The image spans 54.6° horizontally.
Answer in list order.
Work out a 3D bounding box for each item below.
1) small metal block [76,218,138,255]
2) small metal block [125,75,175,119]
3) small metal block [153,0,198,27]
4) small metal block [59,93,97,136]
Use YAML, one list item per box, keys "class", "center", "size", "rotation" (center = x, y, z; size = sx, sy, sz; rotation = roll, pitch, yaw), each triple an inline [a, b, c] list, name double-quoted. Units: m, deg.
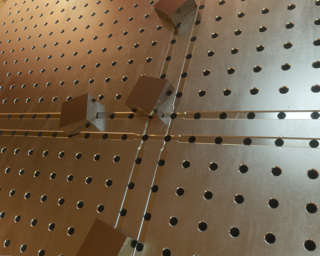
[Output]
- class: "small metal block"
  center: [-0.062, 0.140, 0.356]
  size: [0.050, 0.025, 0.050]
  rotation: [17, 70, 34]
- class: "small metal block"
  center: [-0.014, -0.045, 0.444]
  size: [0.050, 0.025, 0.050]
  rotation: [15, 69, 34]
- class: "small metal block"
  center: [0.025, -0.204, 0.521]
  size: [0.050, 0.025, 0.050]
  rotation: [-43, 51, -2]
- class: "small metal block"
  center: [-0.129, -0.021, 0.491]
  size: [0.050, 0.025, 0.050]
  rotation: [-18, 55, 18]
